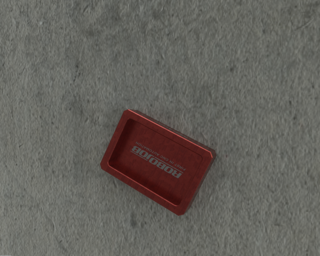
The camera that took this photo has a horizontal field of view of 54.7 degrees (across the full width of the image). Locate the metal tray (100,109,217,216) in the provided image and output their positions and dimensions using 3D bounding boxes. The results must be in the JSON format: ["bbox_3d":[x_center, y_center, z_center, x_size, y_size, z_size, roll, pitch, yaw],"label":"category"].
[{"bbox_3d":[-0.004,0.042,0.406,0.130,0.030,0.090,28,99,17],"label":"metal tray"}]
